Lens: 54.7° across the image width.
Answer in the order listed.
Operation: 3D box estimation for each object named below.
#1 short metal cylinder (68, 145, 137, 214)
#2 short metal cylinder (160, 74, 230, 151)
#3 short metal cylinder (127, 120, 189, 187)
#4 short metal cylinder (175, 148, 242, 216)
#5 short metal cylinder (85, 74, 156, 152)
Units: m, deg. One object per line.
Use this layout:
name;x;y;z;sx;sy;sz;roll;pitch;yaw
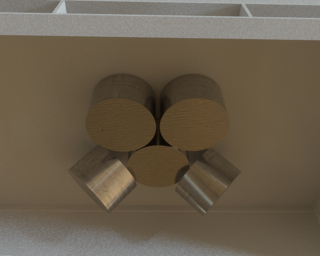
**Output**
short metal cylinder;-0.078;0.069;0.421;0.050;0.080;0.080;-44;132;-22
short metal cylinder;0.040;-0.018;0.376;0.081;0.050;0.079;0;130;0
short metal cylinder;-0.002;0.035;0.418;0.081;0.050;0.079;0;130;0
short metal cylinder;0.066;0.074;0.427;0.050;0.081;0.079;40;129;18
short metal cylinder;-0.045;-0.017;0.374;0.081;0.050;0.079;0;130;0
